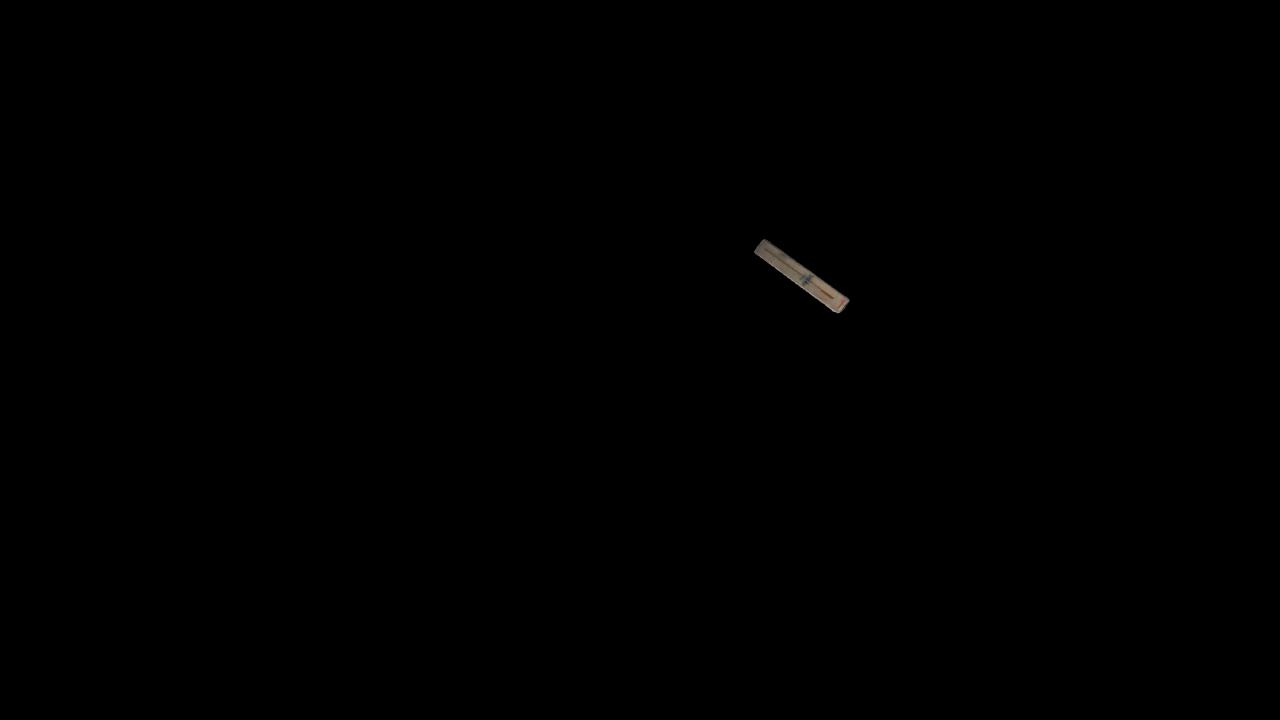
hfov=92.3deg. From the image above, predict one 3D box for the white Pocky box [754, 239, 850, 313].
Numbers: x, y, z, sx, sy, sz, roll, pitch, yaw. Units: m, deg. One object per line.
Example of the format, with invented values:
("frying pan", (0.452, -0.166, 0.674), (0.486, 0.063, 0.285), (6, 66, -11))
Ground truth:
("white Pocky box", (0.243, -0.127, 0.926), (0.154, 0.028, 0.084), (38, 14, 7))
